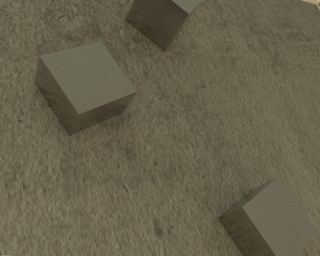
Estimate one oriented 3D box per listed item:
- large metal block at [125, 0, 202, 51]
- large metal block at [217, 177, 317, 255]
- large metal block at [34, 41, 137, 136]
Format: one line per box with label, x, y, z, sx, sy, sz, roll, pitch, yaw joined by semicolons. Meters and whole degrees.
large metal block;0.004;-0.183;0.484;0.080;0.080;0.050;37;51;-4
large metal block;0.134;0.121;0.388;0.081;0.050;0.080;-25;75;-37
large metal block;-0.089;-0.049;0.371;0.081;0.050;0.080;-28;77;-37
